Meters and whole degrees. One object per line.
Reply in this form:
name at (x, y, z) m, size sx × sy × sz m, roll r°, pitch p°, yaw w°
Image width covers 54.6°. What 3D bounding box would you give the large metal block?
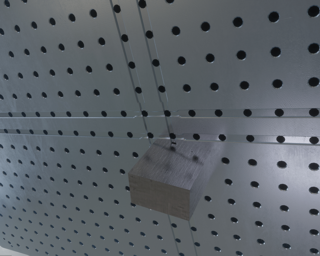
large metal block at (0.015, 0.065, 0.408) m, size 0.080 × 0.080 × 0.050 m, roll 12°, pitch 123°, yaw 22°
